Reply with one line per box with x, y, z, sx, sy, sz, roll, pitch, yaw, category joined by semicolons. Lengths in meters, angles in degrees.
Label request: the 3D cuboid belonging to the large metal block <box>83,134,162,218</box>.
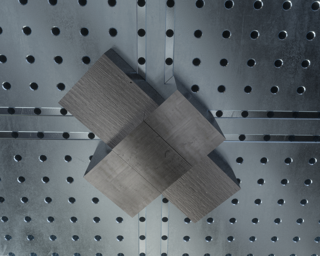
-0.044;0.054;0.404;0.050;0.080;0.080;-42;105;14;large metal block

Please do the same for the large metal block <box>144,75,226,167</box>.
0.028;-0.012;0.381;0.050;0.080;0.080;-42;105;14;large metal block

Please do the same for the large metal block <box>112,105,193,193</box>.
-0.008;0.021;0.392;0.050;0.080;0.080;-42;105;14;large metal block

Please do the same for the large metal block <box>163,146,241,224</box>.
0.049;0.069;0.426;0.080;0.050;0.080;-42;105;14;large metal block

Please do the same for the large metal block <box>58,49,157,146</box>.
-0.061;-0.038;0.382;0.080;0.050;0.080;-43;105;15;large metal block
